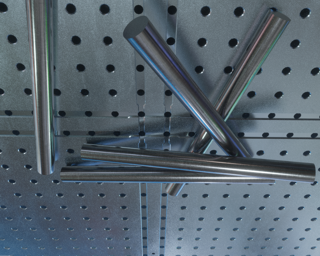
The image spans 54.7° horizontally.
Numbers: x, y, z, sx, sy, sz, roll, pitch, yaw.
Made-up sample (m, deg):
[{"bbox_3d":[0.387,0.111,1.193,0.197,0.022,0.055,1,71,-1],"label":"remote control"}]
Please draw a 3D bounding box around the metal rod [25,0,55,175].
[{"bbox_3d":[-0.139,-0.051,0.366,0.025,0.025,0.298,9,130,-8],"label":"metal rod"}]

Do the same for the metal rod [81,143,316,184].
[{"bbox_3d":[0.040,0.045,0.410,0.301,0.025,0.025,4,131,11],"label":"metal rod"}]

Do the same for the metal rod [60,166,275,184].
[{"bbox_3d":[0.003,0.066,0.441,0.301,0.025,0.025,-1,131,11],"label":"metal rod"}]

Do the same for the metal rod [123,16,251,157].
[{"bbox_3d":[0.058,-0.010,0.360,0.025,0.025,0.300,-26,138,20],"label":"metal rod"}]

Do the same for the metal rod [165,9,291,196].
[{"bbox_3d":[0.071,-0.008,0.405,0.025,0.025,0.298,15,129,-13],"label":"metal rod"}]
